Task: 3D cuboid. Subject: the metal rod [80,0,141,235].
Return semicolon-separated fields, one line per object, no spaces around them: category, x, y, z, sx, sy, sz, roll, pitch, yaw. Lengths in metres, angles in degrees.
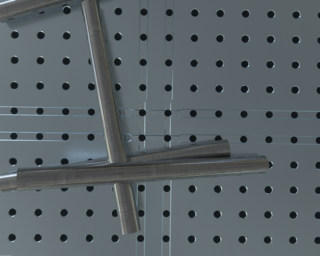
metal rod;-0.064;-0.019;0.394;0.025;0.025;0.298;-11;83;0

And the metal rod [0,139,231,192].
metal rod;-0.058;0.050;0.412;0.302;0.025;0.025;-9;90;-1

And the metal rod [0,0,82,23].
metal rod;-0.069;-0.194;0.412;0.302;0.025;0.025;-16;90;-1

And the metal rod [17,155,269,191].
metal rod;-0.005;0.052;0.372;0.303;0.025;0.025;-1;90;-17
